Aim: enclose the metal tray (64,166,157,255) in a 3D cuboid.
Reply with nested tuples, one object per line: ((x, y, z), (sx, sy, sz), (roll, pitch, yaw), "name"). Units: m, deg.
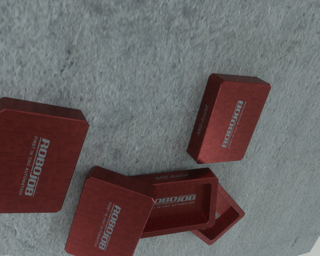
((-0.067, 0.124, 0.417), (0.090, 0.030, 0.129), (20, 111, -2), "metal tray")

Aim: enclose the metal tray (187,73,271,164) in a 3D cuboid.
((0.099, -0.011, 0.453), (0.091, 0.030, 0.129), (-1, 119, -29), "metal tray")

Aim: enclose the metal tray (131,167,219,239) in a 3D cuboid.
((0.017, 0.110, 0.456), (0.131, 0.030, 0.089), (-5, 112, -12), "metal tray")

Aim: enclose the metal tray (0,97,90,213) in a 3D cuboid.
((-0.143, 0.036, 0.348), (0.091, 0.030, 0.129), (10, 114, -33), "metal tray")

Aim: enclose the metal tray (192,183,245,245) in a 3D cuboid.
((0.086, 0.146, 0.543), (0.090, 0.030, 0.130), (-42, 130, 0), "metal tray")
